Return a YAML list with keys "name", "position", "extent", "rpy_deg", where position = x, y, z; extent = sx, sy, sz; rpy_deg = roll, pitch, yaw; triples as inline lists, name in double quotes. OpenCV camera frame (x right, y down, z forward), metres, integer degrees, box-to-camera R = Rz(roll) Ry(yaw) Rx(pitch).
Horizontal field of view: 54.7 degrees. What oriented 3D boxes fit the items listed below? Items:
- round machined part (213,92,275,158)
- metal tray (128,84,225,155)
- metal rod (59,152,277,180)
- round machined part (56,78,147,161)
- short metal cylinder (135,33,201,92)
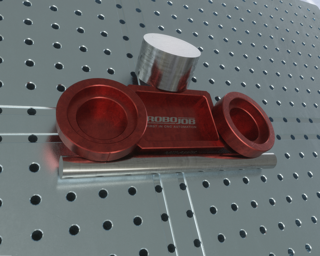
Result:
- name: "round machined part"
  position: [0.115, -0.001, 0.448]
  extent: [0.099, 0.042, 0.098]
  rpy_deg: [20, 50, -25]
- name: "metal tray"
  position: [0.017, -0.009, 0.414]
  extent: [0.131, 0.030, 0.090]
  rpy_deg: [1, 62, -28]
- name: "metal rod"
  position: [0.031, 0.045, 0.392]
  extent: [0.303, 0.025, 0.025]
  rpy_deg: [2, 61, -28]
- name: "round machined part"
  position: [-0.067, -0.006, 0.354]
  extent: [0.099, 0.042, 0.098]
  rpy_deg: [9, 57, -14]
- name: "short metal cylinder"
  position: [0.010, -0.092, 0.430]
  extent: [0.081, 0.050, 0.080]
  rpy_deg: [14, 31, -8]
